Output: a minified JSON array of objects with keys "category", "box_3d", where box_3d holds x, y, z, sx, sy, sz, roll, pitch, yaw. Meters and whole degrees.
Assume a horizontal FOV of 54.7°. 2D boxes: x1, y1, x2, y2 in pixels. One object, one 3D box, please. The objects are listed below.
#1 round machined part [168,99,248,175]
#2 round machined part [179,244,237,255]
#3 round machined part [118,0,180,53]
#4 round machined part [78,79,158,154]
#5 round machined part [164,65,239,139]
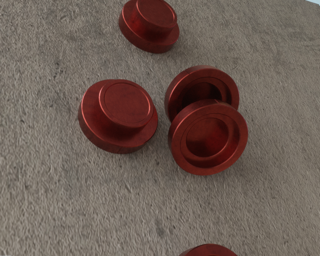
[{"category":"round machined part","box_3d":[0.057,0.008,0.395,0.099,0.097,0.042,16,20,-20]},{"category":"round machined part","box_3d":[0.047,0.172,0.313,0.099,0.042,0.098,14,56,-21]},{"category":"round machined part","box_3d":[-0.012,-0.170,0.490,0.099,0.042,0.098,14,56,-21]},{"category":"round machined part","box_3d":[-0.047,-0.021,0.380,0.099,0.042,0.098,14,56,-21]},{"category":"round machined part","box_3d":[0.053,-0.038,0.421,0.099,0.097,0.042,15,19,-20]}]
